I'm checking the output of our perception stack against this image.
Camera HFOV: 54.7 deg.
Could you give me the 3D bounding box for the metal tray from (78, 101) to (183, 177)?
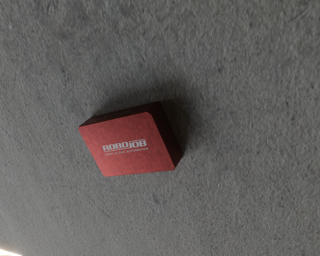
[{"bbox_3d":[-0.043,0.020,0.437,0.130,0.030,0.090,-11,113,32],"label":"metal tray"}]
